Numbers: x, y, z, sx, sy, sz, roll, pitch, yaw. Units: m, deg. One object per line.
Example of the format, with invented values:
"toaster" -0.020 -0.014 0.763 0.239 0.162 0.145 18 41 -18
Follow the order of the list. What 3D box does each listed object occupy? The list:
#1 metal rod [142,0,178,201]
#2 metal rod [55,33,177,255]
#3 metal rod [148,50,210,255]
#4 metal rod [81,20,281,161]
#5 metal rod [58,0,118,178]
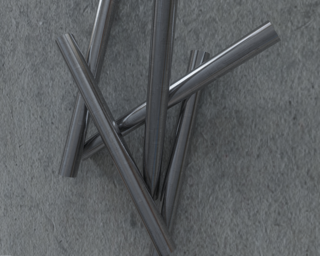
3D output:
"metal rod" -0.002 -0.044 0.352 0.025 0.025 0.298 14 117 19
"metal rod" -0.057 0.018 0.390 0.025 0.025 0.299 -28 85 17
"metal rod" 0.021 0.051 0.400 0.025 0.025 0.298 13 94 19
"metal rod" 0.002 -0.033 0.385 0.300 0.025 0.025 -31 80 25
"metal rod" -0.092 -0.082 0.424 0.025 0.025 0.298 12 88 19
